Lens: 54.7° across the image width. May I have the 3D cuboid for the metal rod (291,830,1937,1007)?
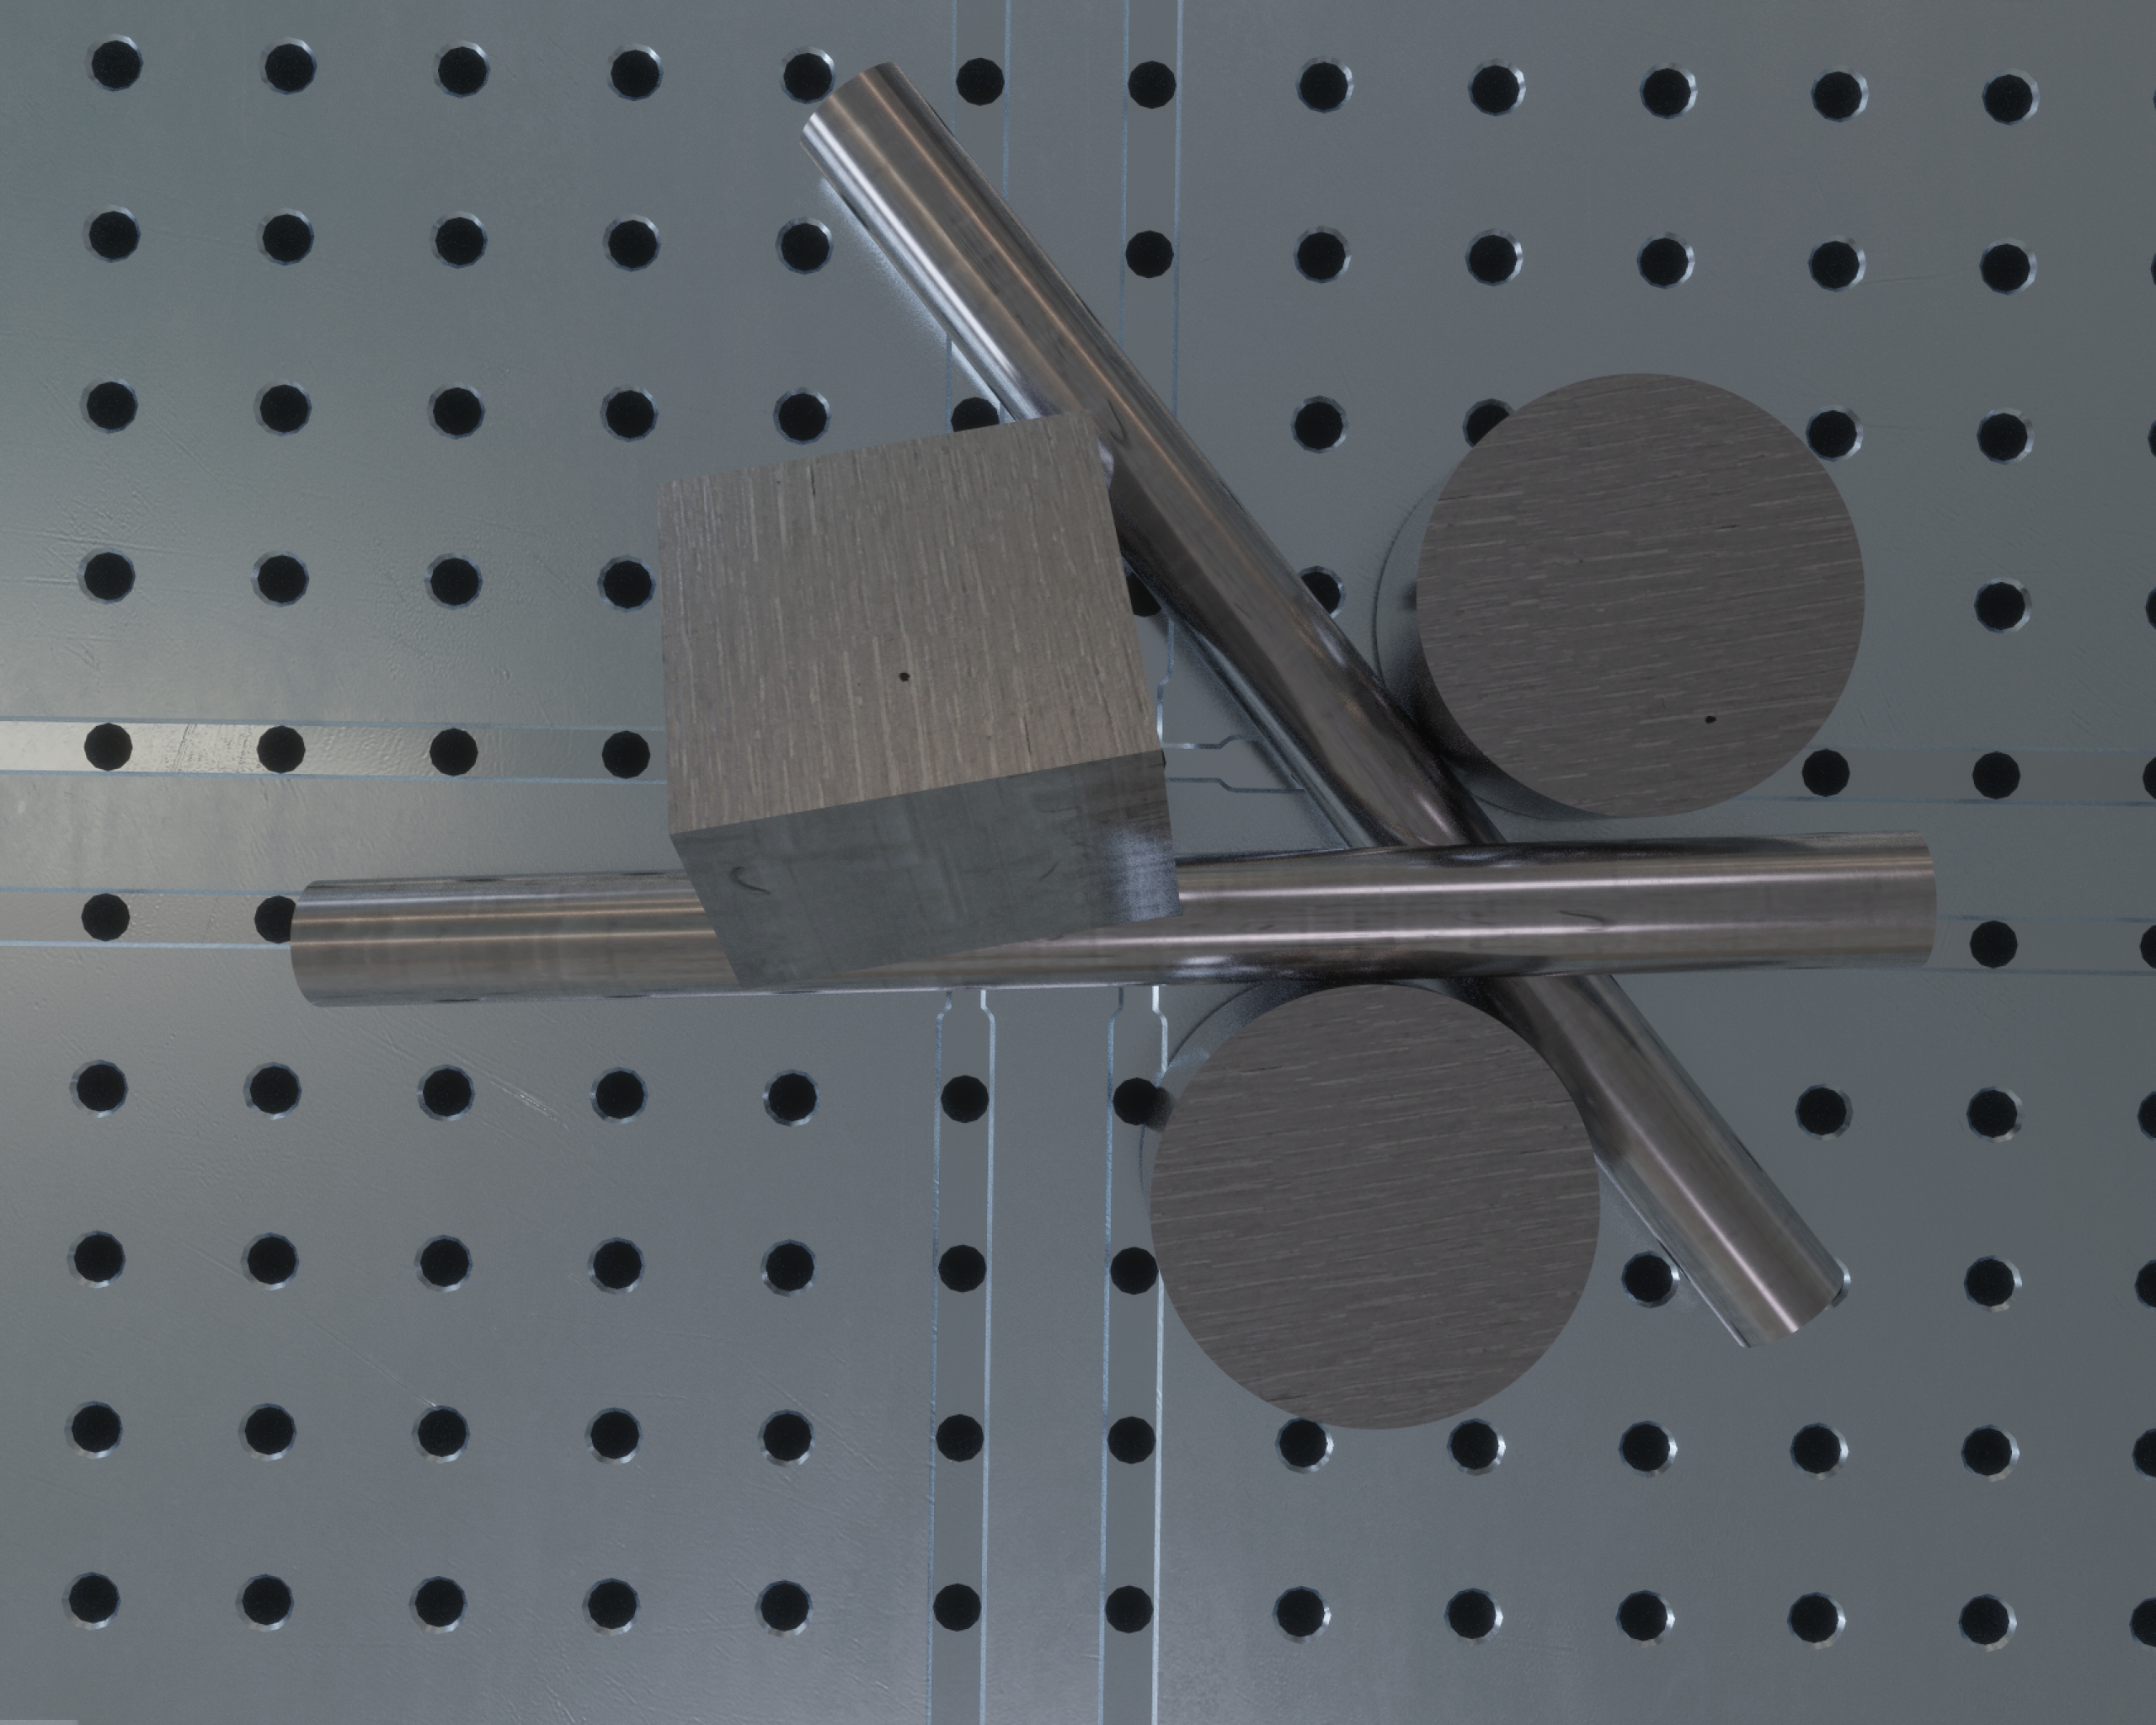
[{"bbox_3d":[0.002,0.011,0.393,0.302,0.025,0.025,-2,90,6],"label":"metal rod"}]

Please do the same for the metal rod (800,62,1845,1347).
[{"bbox_3d":[0.048,-0.030,0.410,0.025,0.025,0.300,-38,90,0],"label":"metal rod"}]

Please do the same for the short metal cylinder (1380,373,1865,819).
[{"bbox_3d":[0.101,-0.048,0.398,0.081,0.050,0.079,0,90,0],"label":"short metal cylinder"}]

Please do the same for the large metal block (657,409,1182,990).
[{"bbox_3d":[-0.029,-0.030,0.379,0.080,0.050,0.080,-10,55,0],"label":"large metal block"}]

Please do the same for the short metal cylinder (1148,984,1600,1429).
[{"bbox_3d":[0.053,0.061,0.398,0.081,0.050,0.079,0,90,0],"label":"short metal cylinder"}]
